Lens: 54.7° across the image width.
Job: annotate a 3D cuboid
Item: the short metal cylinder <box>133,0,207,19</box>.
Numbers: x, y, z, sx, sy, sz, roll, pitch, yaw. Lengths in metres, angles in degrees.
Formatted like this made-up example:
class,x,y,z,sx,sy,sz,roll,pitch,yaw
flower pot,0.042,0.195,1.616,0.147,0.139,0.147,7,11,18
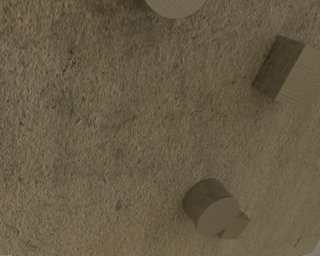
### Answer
class,x,y,z,sx,sy,sz,roll,pitch,yaw
short metal cylinder,0.007,-0.152,0.300,0.081,0.050,0.079,-14,124,-21

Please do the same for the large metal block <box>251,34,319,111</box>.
class,x,y,z,sx,sy,sz,roll,pitch,yaw
large metal block,0.193,-0.078,0.448,0.081,0.050,0.079,11,113,-33

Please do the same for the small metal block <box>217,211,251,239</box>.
class,x,y,z,sx,sy,sz,roll,pitch,yaw
small metal block,0.138,0.187,0.598,0.050,0.025,0.050,17,110,-35

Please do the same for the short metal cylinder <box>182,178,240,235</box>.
class,x,y,z,sx,sy,sz,roll,pitch,yaw
short metal cylinder,0.085,0.132,0.518,0.081,0.050,0.079,-14,124,-21
